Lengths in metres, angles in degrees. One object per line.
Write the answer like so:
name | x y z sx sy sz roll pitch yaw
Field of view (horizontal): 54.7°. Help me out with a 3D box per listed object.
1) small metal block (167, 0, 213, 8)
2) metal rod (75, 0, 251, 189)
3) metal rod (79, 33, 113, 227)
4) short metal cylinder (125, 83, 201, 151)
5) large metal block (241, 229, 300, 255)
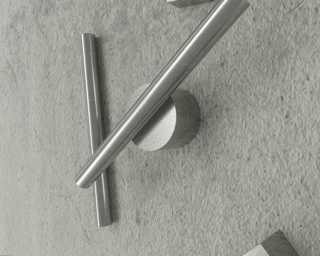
small metal block | 0.037 -0.177 0.373 0.050 0.025 0.050 6 94 39
metal rod | -0.016 -0.024 0.351 0.299 0.025 0.025 -47 62 29
metal rod | -0.101 0.000 0.485 0.025 0.025 0.298 -10 84 39
short metal cylinder | 0.003 -0.013 0.385 0.080 0.050 0.079 0 90 39
large metal block | 0.105 0.161 0.301 0.080 0.050 0.080 -50 61 28
